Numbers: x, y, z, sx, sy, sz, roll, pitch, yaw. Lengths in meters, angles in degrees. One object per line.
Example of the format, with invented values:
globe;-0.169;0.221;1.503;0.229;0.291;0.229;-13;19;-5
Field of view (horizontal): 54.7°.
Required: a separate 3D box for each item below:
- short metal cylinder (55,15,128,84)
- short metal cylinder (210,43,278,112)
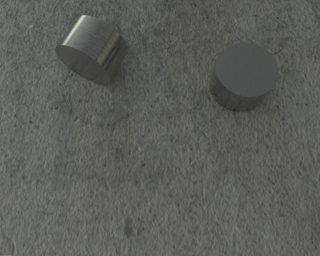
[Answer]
short metal cylinder;-0.091;-0.103;0.415;0.080;0.080;0.050;24;72;8
short metal cylinder;0.112;-0.068;0.421;0.081;0.050;0.080;0;70;0
